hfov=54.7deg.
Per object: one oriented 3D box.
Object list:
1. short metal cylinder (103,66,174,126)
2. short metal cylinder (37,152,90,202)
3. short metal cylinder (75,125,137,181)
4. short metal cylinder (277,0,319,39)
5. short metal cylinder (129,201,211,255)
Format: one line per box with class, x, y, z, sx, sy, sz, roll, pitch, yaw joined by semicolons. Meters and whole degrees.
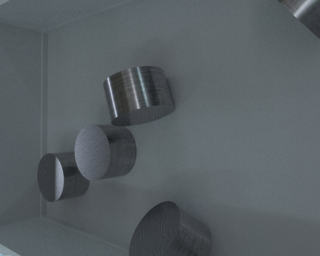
short metal cylinder;-0.027;-0.038;0.394;0.080;0.081;0.050;-23;76;38
short metal cylinder;-0.164;0.081;0.526;0.080;0.050;0.080;0;90;40
short metal cylinder;-0.081;0.035;0.458;0.080;0.050;0.080;0;90;40
short metal cylinder;0.130;-0.120;0.263;0.050;0.081;0.080;-47;62;30
short metal cylinder;0.011;0.132;0.355;0.080;0.050;0.080;-40;23;21
